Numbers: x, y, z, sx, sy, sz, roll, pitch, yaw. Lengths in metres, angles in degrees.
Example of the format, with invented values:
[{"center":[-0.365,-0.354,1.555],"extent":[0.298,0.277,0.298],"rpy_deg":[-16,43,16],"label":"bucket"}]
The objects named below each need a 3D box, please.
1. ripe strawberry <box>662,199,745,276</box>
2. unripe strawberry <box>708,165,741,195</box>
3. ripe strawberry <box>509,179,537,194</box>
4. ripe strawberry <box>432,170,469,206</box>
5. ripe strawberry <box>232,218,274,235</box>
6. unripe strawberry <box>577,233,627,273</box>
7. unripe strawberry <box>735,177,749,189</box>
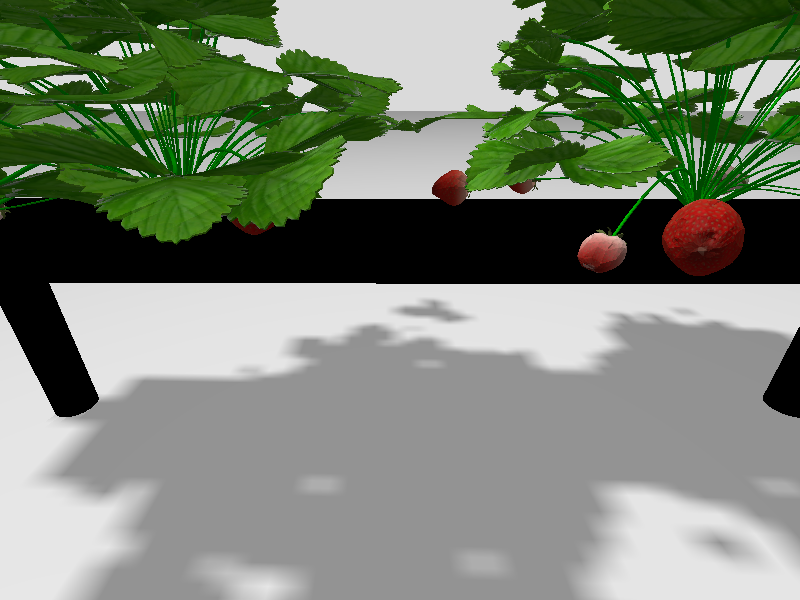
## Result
[{"center":[0.170,-0.034,0.225],"extent":[0.038,0.043,0.041],"rpy_deg":[17,32,30],"label":"ripe strawberry"},{"center":[0.347,-0.129,0.430],"extent":[0.029,0.031,0.032],"rpy_deg":[23,34,38],"label":"unripe strawberry"},{"center":[0.130,-0.134,0.436],"extent":[0.035,0.035,0.033],"rpy_deg":[19,32,33],"label":"ripe strawberry"},{"center":[0.048,-0.108,0.384],"extent":[0.035,0.034,0.032],"rpy_deg":[2,27,11],"label":"ripe strawberry"},{"center":[-0.107,-0.071,0.304],"extent":[0.043,0.043,0.040],"rpy_deg":[15,31,26],"label":"ripe strawberry"},{"center":[0.116,-0.026,0.233],"extent":[0.026,0.023,0.023],"rpy_deg":[26,-27,41],"label":"unripe strawberry"},{"center":[0.383,-0.133,0.452],"extent":[0.017,0.018,0.018],"rpy_deg":[26,-13,41],"label":"unripe strawberry"}]
